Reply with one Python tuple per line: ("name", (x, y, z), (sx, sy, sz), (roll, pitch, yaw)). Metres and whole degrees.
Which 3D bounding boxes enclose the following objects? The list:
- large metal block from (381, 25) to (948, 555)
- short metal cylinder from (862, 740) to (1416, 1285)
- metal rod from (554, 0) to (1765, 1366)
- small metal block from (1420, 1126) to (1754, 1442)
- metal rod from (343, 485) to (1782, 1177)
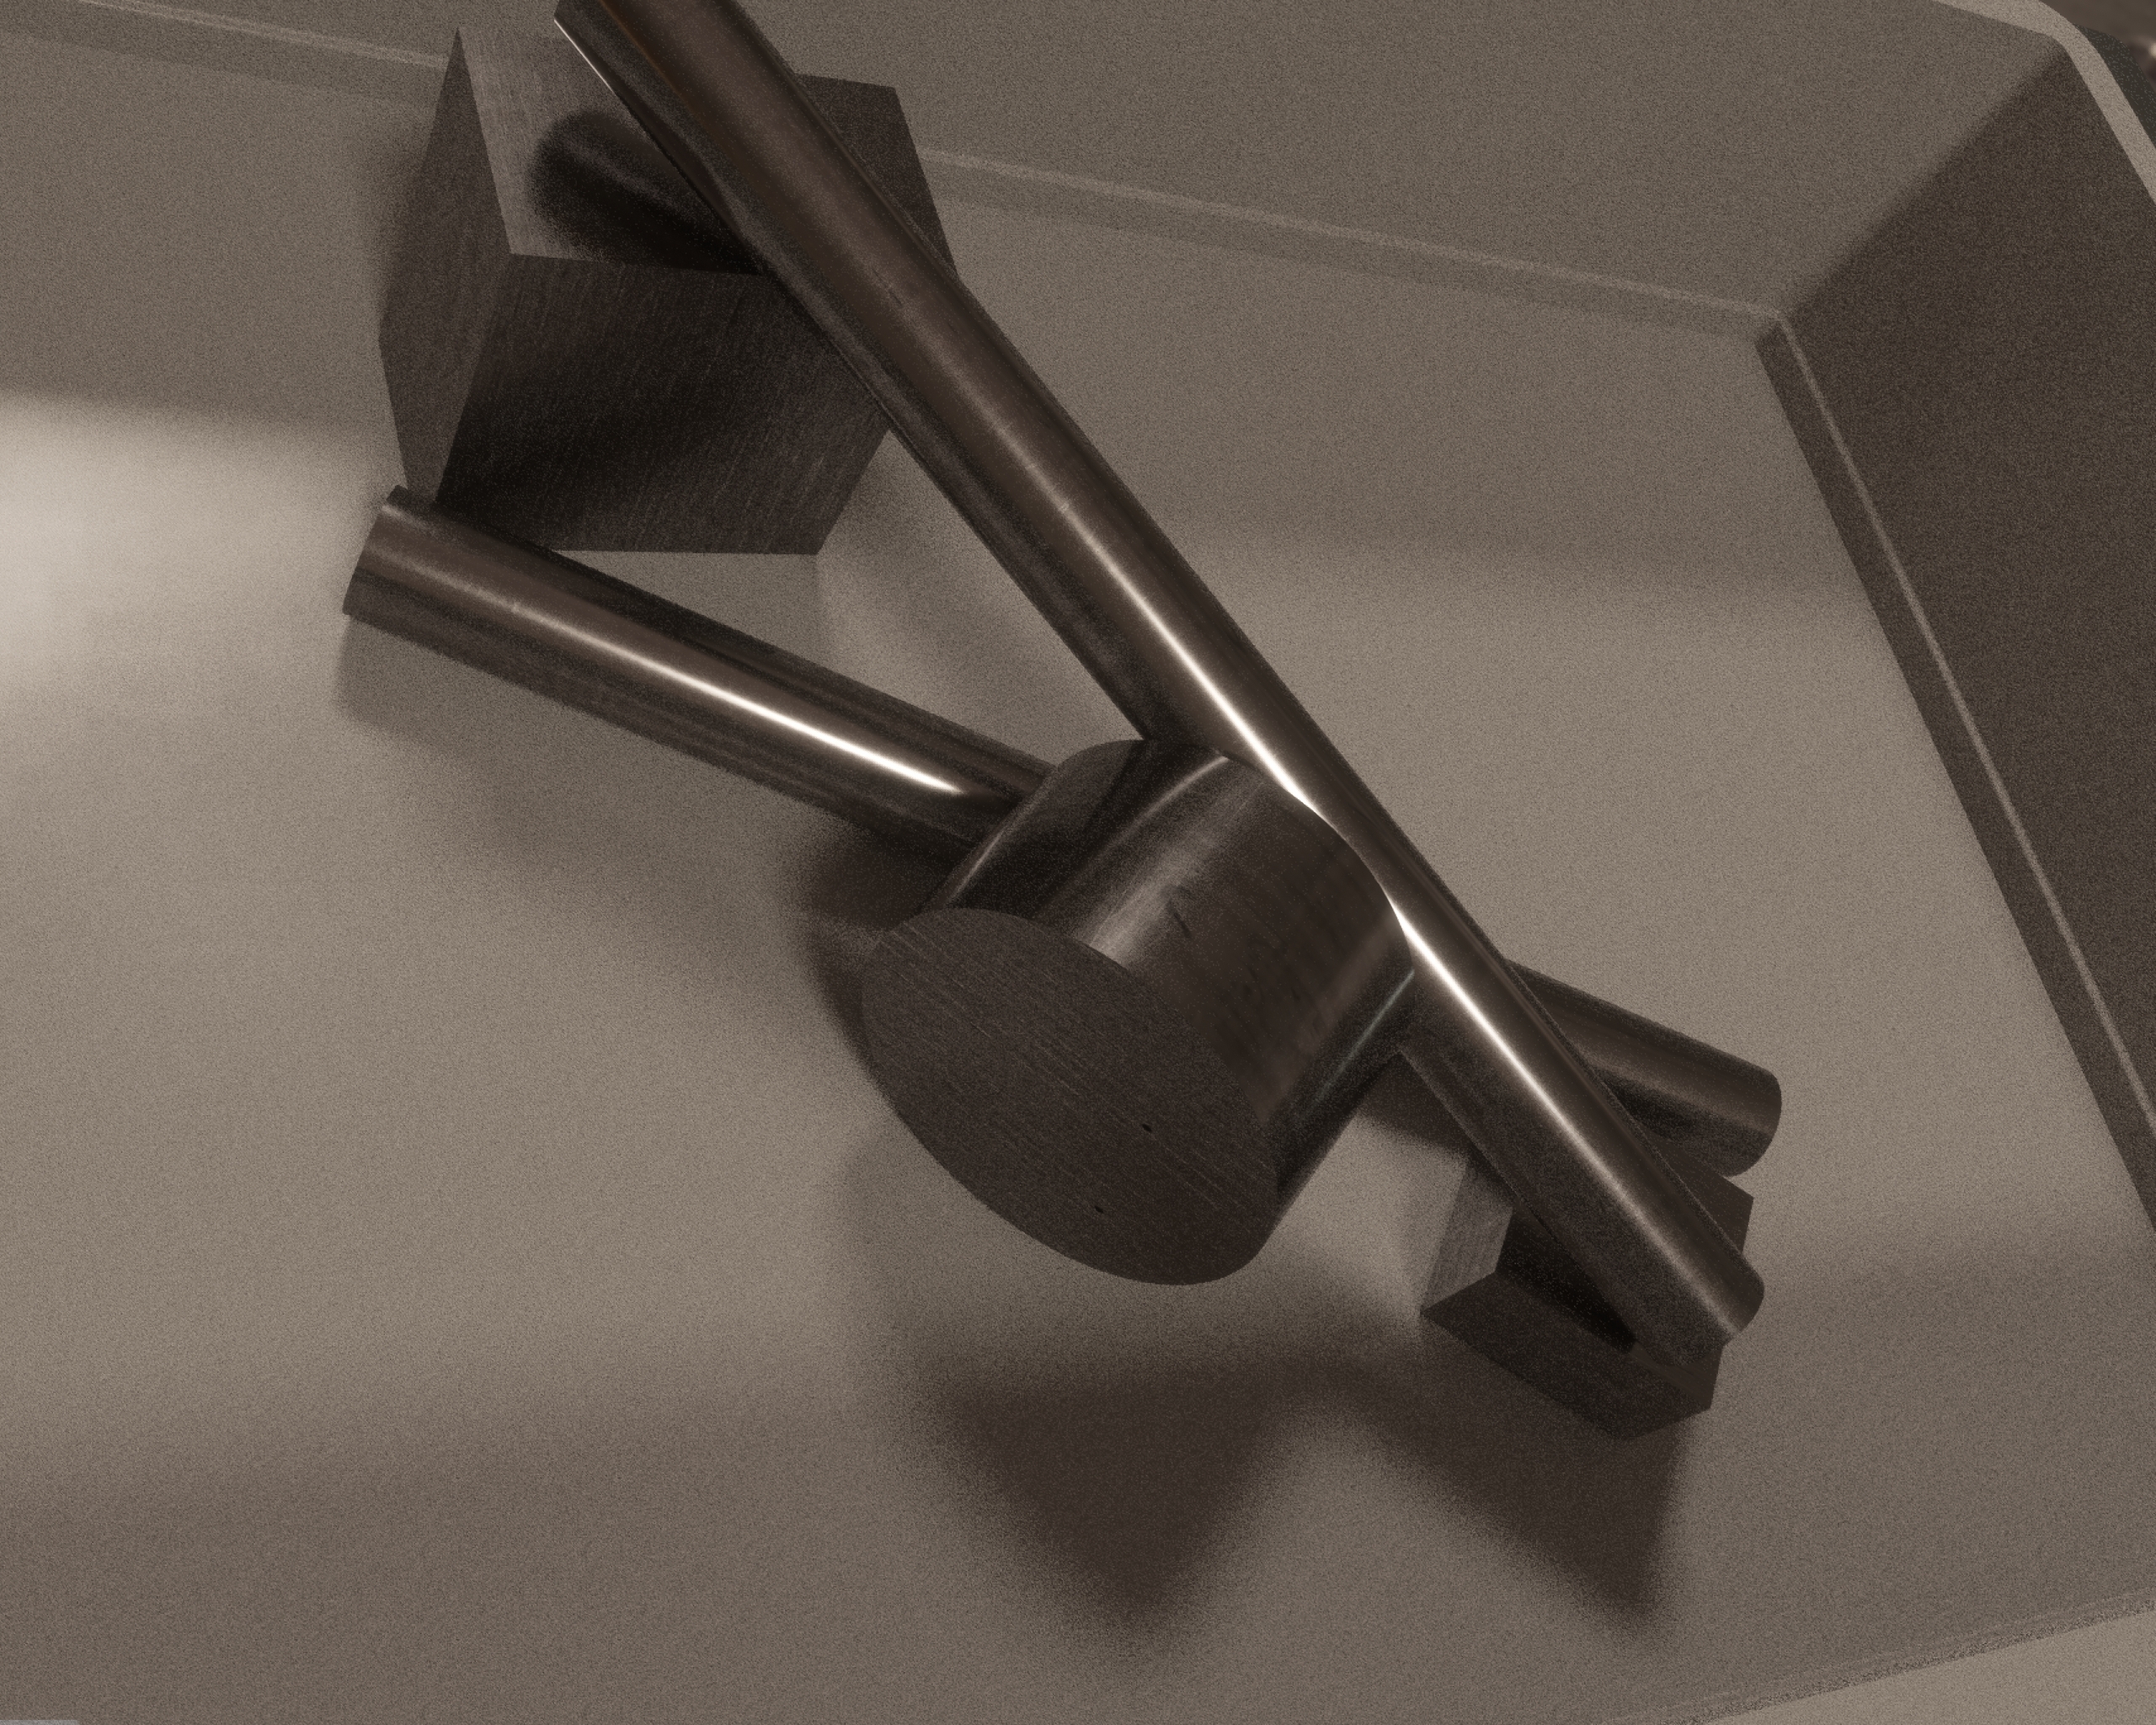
("large metal block", (-0.079, -0.102, 0.390), (0.081, 0.080, 0.050), (-4, 64, -30))
("short metal cylinder", (0.010, 0.026, 0.359), (0.080, 0.080, 0.050), (43, 51, 0))
("metal rod", (0.020, -0.030, 0.360), (0.300, 0.025, 0.025), (50, 50, -9))
("small metal block", (0.102, 0.078, 0.413), (0.050, 0.025, 0.050), (33, 51, -7))
("metal rod", (0.009, 0.000, 0.410), (0.302, 0.025, 0.025), (23, 53, -15))
